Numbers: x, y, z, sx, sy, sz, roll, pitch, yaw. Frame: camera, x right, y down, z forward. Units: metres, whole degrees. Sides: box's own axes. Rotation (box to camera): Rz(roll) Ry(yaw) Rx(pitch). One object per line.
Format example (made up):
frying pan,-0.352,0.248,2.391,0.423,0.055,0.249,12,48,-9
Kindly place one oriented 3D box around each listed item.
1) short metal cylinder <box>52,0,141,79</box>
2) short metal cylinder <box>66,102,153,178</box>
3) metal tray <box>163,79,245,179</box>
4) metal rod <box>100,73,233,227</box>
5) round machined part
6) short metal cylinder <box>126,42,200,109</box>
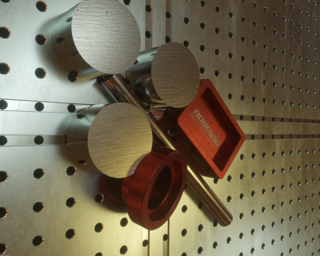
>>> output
short metal cylinder,-0.068,-0.095,0.335,0.081,0.050,0.080,0,90,-40
short metal cylinder,-0.056,0.013,0.346,0.081,0.050,0.080,0,90,-40
metal tray,0.071,0.003,0.464,0.130,0.030,0.090,51,61,-28
metal rod,0.023,0.043,0.429,0.300,0.025,0.025,52,60,-27
round machined part,-0.009,0.069,0.376,0.099,0.042,0.097,-34,133,-47
short metal cylinder,0.005,-0.065,0.396,0.081,0.050,0.080,0,90,-40
